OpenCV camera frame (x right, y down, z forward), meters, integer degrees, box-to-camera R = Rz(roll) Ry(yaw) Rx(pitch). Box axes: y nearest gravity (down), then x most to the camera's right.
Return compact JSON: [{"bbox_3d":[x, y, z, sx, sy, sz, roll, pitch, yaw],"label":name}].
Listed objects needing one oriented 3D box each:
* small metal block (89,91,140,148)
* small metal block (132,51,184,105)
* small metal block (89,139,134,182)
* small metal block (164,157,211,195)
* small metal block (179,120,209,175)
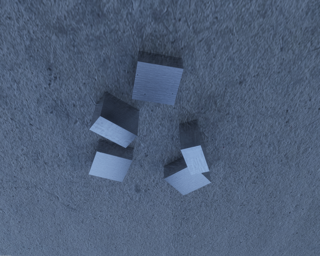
[{"bbox_3d":[-0.054,-0.011,0.381,0.050,0.050,0.025,30,124,-23],"label":"small metal block"},{"bbox_3d":[-0.004,-0.057,0.358,0.050,0.025,0.050,8,130,-7],"label":"small metal block"},{"bbox_3d":[-0.071,0.048,0.447,0.050,0.025,0.050,16,128,-14],"label":"small metal block"},{"bbox_3d":[0.041,0.070,0.467,0.050,0.025,0.050,-31,124,23],"label":"small metal block"},{"bbox_3d":[0.045,0.026,0.413,0.025,0.050,0.050,-14,129,12],"label":"small metal block"}]
